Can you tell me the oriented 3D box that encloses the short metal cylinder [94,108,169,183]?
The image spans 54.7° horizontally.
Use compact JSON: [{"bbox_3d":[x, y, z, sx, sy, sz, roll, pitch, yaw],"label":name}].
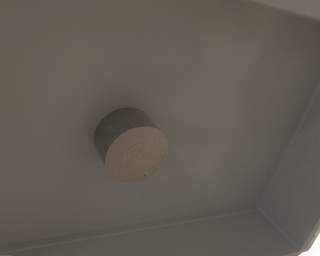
[{"bbox_3d":[-0.037,0.021,0.387,0.081,0.050,0.079,-14,125,-21],"label":"short metal cylinder"}]
